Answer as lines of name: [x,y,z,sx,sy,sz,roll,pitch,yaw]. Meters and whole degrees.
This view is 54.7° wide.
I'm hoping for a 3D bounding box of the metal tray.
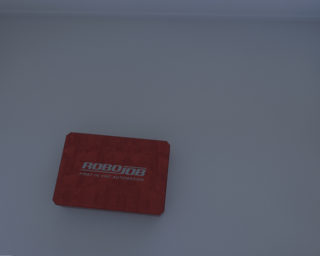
metal tray: [-0.056,0.057,0.385,0.131,0.030,0.090,5,70,1]
